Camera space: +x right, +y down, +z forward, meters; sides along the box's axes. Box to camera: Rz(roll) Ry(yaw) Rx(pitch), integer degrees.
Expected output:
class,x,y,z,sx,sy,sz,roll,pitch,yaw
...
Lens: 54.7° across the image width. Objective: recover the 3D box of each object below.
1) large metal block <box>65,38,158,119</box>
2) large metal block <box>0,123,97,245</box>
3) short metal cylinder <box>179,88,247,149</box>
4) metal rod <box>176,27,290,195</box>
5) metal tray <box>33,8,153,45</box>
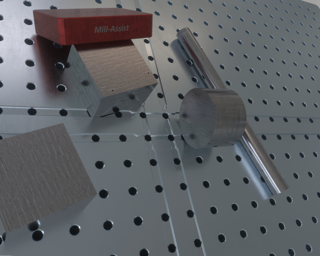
class,x,y,z,sx,sy,sz,roll,pitch,yaw
large metal block,-0.063,-0.068,0.399,0.081,0.050,0.080,-21,73,-36
large metal block,-0.120,0.051,0.297,0.081,0.050,0.080,-19,72,-35
short metal cylinder,0.069,-0.013,0.418,0.050,0.080,0.080,-2,63,-29
metal rod,0.107,-0.035,0.487,0.025,0.025,0.299,-17,71,-35
metal tray,-0.086,-0.138,0.410,0.131,0.030,0.090,-17,32,-35
